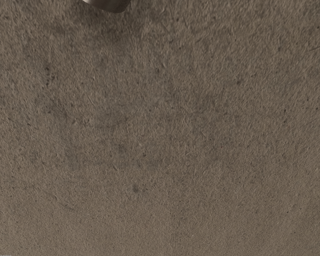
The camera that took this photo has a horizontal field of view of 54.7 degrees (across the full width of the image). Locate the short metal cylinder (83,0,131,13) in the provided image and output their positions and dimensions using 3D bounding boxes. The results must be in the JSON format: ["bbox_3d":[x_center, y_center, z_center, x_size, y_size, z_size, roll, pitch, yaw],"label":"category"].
[{"bbox_3d":[-0.049,-0.141,0.251,0.080,0.080,0.050,28,124,-22],"label":"short metal cylinder"}]
